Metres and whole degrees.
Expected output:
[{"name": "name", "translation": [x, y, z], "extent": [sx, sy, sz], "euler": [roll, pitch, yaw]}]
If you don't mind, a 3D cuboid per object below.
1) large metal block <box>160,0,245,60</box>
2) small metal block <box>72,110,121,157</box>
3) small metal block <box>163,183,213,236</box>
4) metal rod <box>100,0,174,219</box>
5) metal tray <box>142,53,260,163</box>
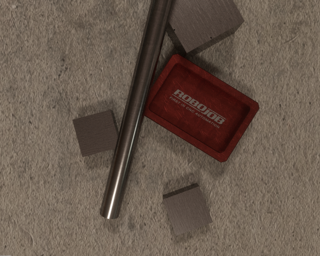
[{"name": "large metal block", "translation": [0.047, -0.145, 0.398], "extent": [0.080, 0.050, 0.080], "euler": [-30, 90, 0]}, {"name": "small metal block", "translation": [-0.082, 0.007, 0.409], "extent": [0.050, 0.025, 0.050], "euler": [-15, 90, -1]}, {"name": "small metal block", "translation": [0.036, 0.107, 0.411], "extent": [0.050, 0.025, 0.050], "euler": [-20, 90, -1]}, {"name": "metal rod", "translation": [-0.028, -0.031, 0.377], "extent": [0.025, 0.025, 0.298], "euler": [15, 99, -1]}, {"name": "metal tray", "translation": [0.050, -0.026, 0.408], "extent": [0.130, 0.030, 0.090], "euler": [32, 90, -1]}]
